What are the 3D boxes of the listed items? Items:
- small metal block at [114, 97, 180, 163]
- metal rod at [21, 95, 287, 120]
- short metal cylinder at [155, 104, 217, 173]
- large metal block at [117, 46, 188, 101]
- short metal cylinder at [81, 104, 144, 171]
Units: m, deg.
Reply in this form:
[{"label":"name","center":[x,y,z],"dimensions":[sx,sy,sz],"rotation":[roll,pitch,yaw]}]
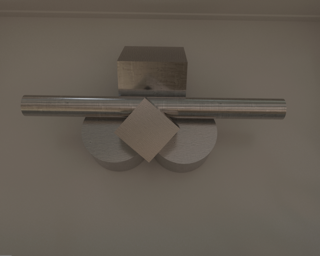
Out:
[{"label":"small metal block","center":[-0.014,0.001,0.343],"dimensions":[0.050,0.025,0.050],"rotation":[41,96,-6]},{"label":"metal rod","center":[-0.007,-0.024,0.364],"dimensions":[0.302,0.025,0.025],"rotation":[1,70,0]},{"label":"short metal cylinder","center":[0.028,0.012,0.391],"dimensions":[0.081,0.050,0.080],"rotation":[0,70,0]},{"label":"large metal block","center":[-0.009,-0.071,0.399],"dimensions":[0.081,0.050,0.080],"rotation":[1,27,0]},{"label":"short metal cylinder","center":[-0.053,0.010,0.391],"dimensions":[0.081,0.050,0.080],"rotation":[0,70,0]}]
